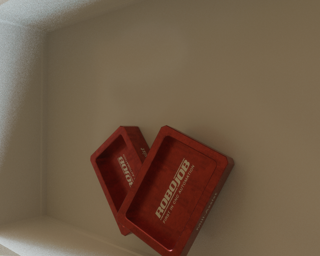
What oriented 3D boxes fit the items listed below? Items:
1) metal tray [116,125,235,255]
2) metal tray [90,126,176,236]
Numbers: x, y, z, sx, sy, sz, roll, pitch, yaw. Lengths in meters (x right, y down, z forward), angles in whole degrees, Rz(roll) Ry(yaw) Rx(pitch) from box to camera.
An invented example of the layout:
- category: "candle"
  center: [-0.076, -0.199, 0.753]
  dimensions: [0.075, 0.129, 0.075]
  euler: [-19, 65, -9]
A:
- category: "metal tray"
  center: [0.016, 0.073, 0.361]
  dimensions: [0.090, 0.030, 0.129]
  euler: [28, 93, 27]
- category: "metal tray"
  center: [-0.042, 0.073, 0.438]
  dimensions: [0.090, 0.030, 0.130]
  euler: [-42, 65, 31]
